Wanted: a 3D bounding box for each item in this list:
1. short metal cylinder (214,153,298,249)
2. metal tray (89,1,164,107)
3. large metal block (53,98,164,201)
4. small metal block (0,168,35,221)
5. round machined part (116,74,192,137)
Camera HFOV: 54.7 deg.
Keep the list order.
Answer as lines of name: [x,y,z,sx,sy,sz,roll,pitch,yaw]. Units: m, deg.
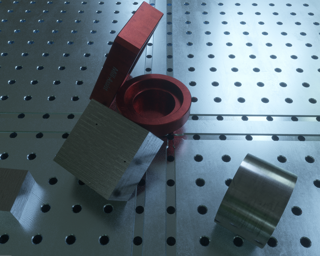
short metal cylinder: [0.096,0.072,0.312,0.050,0.080,0.080,26,55,20]
metal tray: [-0.047,-0.094,0.418,0.030,0.129,0.090,31,52,-8]
large metal block: [-0.056,0.025,0.348,0.080,0.050,0.080,30,86,22]
small metal block: [-0.176,0.073,0.345,0.050,0.025,0.050,5,50,4]
round machined part: [-0.008,-0.026,0.418,0.099,0.042,0.098,1,49,-1]
